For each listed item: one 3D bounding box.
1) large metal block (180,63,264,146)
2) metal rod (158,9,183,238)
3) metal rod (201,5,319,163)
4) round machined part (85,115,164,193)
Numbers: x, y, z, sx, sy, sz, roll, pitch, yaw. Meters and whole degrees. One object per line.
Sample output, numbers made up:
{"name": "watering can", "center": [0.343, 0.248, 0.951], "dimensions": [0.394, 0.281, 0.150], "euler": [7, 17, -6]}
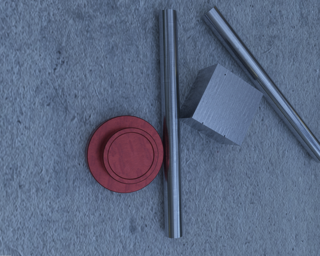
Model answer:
{"name": "large metal block", "center": [0.082, -0.030, 0.427], "dimensions": [0.080, 0.050, 0.080], "euler": [29, 80, -18]}
{"name": "metal rod", "center": [0.015, -0.005, 0.415], "dimensions": [0.025, 0.025, 0.298], "euler": [-2, 91, -20]}
{"name": "metal rod", "center": [0.167, -0.058, 0.472], "dimensions": [0.025, 0.025, 0.300], "euler": [-47, 105, -14]}
{"name": "round machined part", "center": [-0.041, 0.033, 0.386], "dimensions": [0.099, 0.042, 0.097], "euler": [0, 90, -21]}
